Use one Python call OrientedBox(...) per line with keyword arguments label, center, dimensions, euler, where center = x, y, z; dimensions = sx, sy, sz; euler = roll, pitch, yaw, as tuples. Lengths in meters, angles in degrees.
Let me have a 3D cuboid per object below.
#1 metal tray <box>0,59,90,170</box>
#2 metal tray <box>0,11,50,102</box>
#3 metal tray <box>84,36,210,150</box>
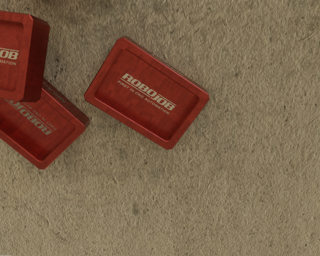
OrientedBox(label="metal tray", center=(-0.169, -0.019, 0.398), dimensions=(0.090, 0.030, 0.130), euler=(-42, 105, 14))
OrientedBox(label="metal tray", center=(-0.193, -0.083, 0.344), dimensions=(0.130, 0.030, 0.089), euler=(12, 97, 13))
OrientedBox(label="metal tray", center=(-0.016, -0.042, 0.391), dimensions=(0.130, 0.030, 0.090), euler=(32, 107, -11))
